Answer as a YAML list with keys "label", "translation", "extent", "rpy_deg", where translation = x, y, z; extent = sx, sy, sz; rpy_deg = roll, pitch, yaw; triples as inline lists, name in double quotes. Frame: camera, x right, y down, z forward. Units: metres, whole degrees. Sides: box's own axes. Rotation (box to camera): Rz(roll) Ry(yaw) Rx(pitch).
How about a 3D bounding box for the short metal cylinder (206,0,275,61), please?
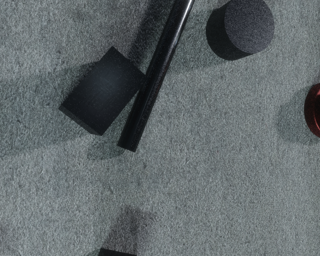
- label: "short metal cylinder"
  translation: [0.113, -0.140, 0.439]
  extent: [0.081, 0.050, 0.079]
  rpy_deg: [0, 90, -21]

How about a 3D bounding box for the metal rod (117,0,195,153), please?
- label: "metal rod"
  translation: [0.010, -0.111, 0.413]
  extent: [0.025, 0.025, 0.299]
  rpy_deg: [24, 82, -19]

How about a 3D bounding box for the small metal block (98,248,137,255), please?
- label: "small metal block"
  translation: [-0.057, 0.185, 0.389]
  extent: [0.050, 0.025, 0.050]
  rpy_deg: [20, 83, -19]

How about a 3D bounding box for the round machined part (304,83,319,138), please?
- label: "round machined part"
  translation: [0.292, -0.030, 0.510]
  extent: [0.099, 0.042, 0.097]
  rpy_deg: [0, 90, -21]

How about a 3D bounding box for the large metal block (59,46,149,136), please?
- label: "large metal block"
  translation: [-0.068, -0.039, 0.355]
  extent: [0.050, 0.080, 0.080]
  rpy_deg: [41, 77, -16]
